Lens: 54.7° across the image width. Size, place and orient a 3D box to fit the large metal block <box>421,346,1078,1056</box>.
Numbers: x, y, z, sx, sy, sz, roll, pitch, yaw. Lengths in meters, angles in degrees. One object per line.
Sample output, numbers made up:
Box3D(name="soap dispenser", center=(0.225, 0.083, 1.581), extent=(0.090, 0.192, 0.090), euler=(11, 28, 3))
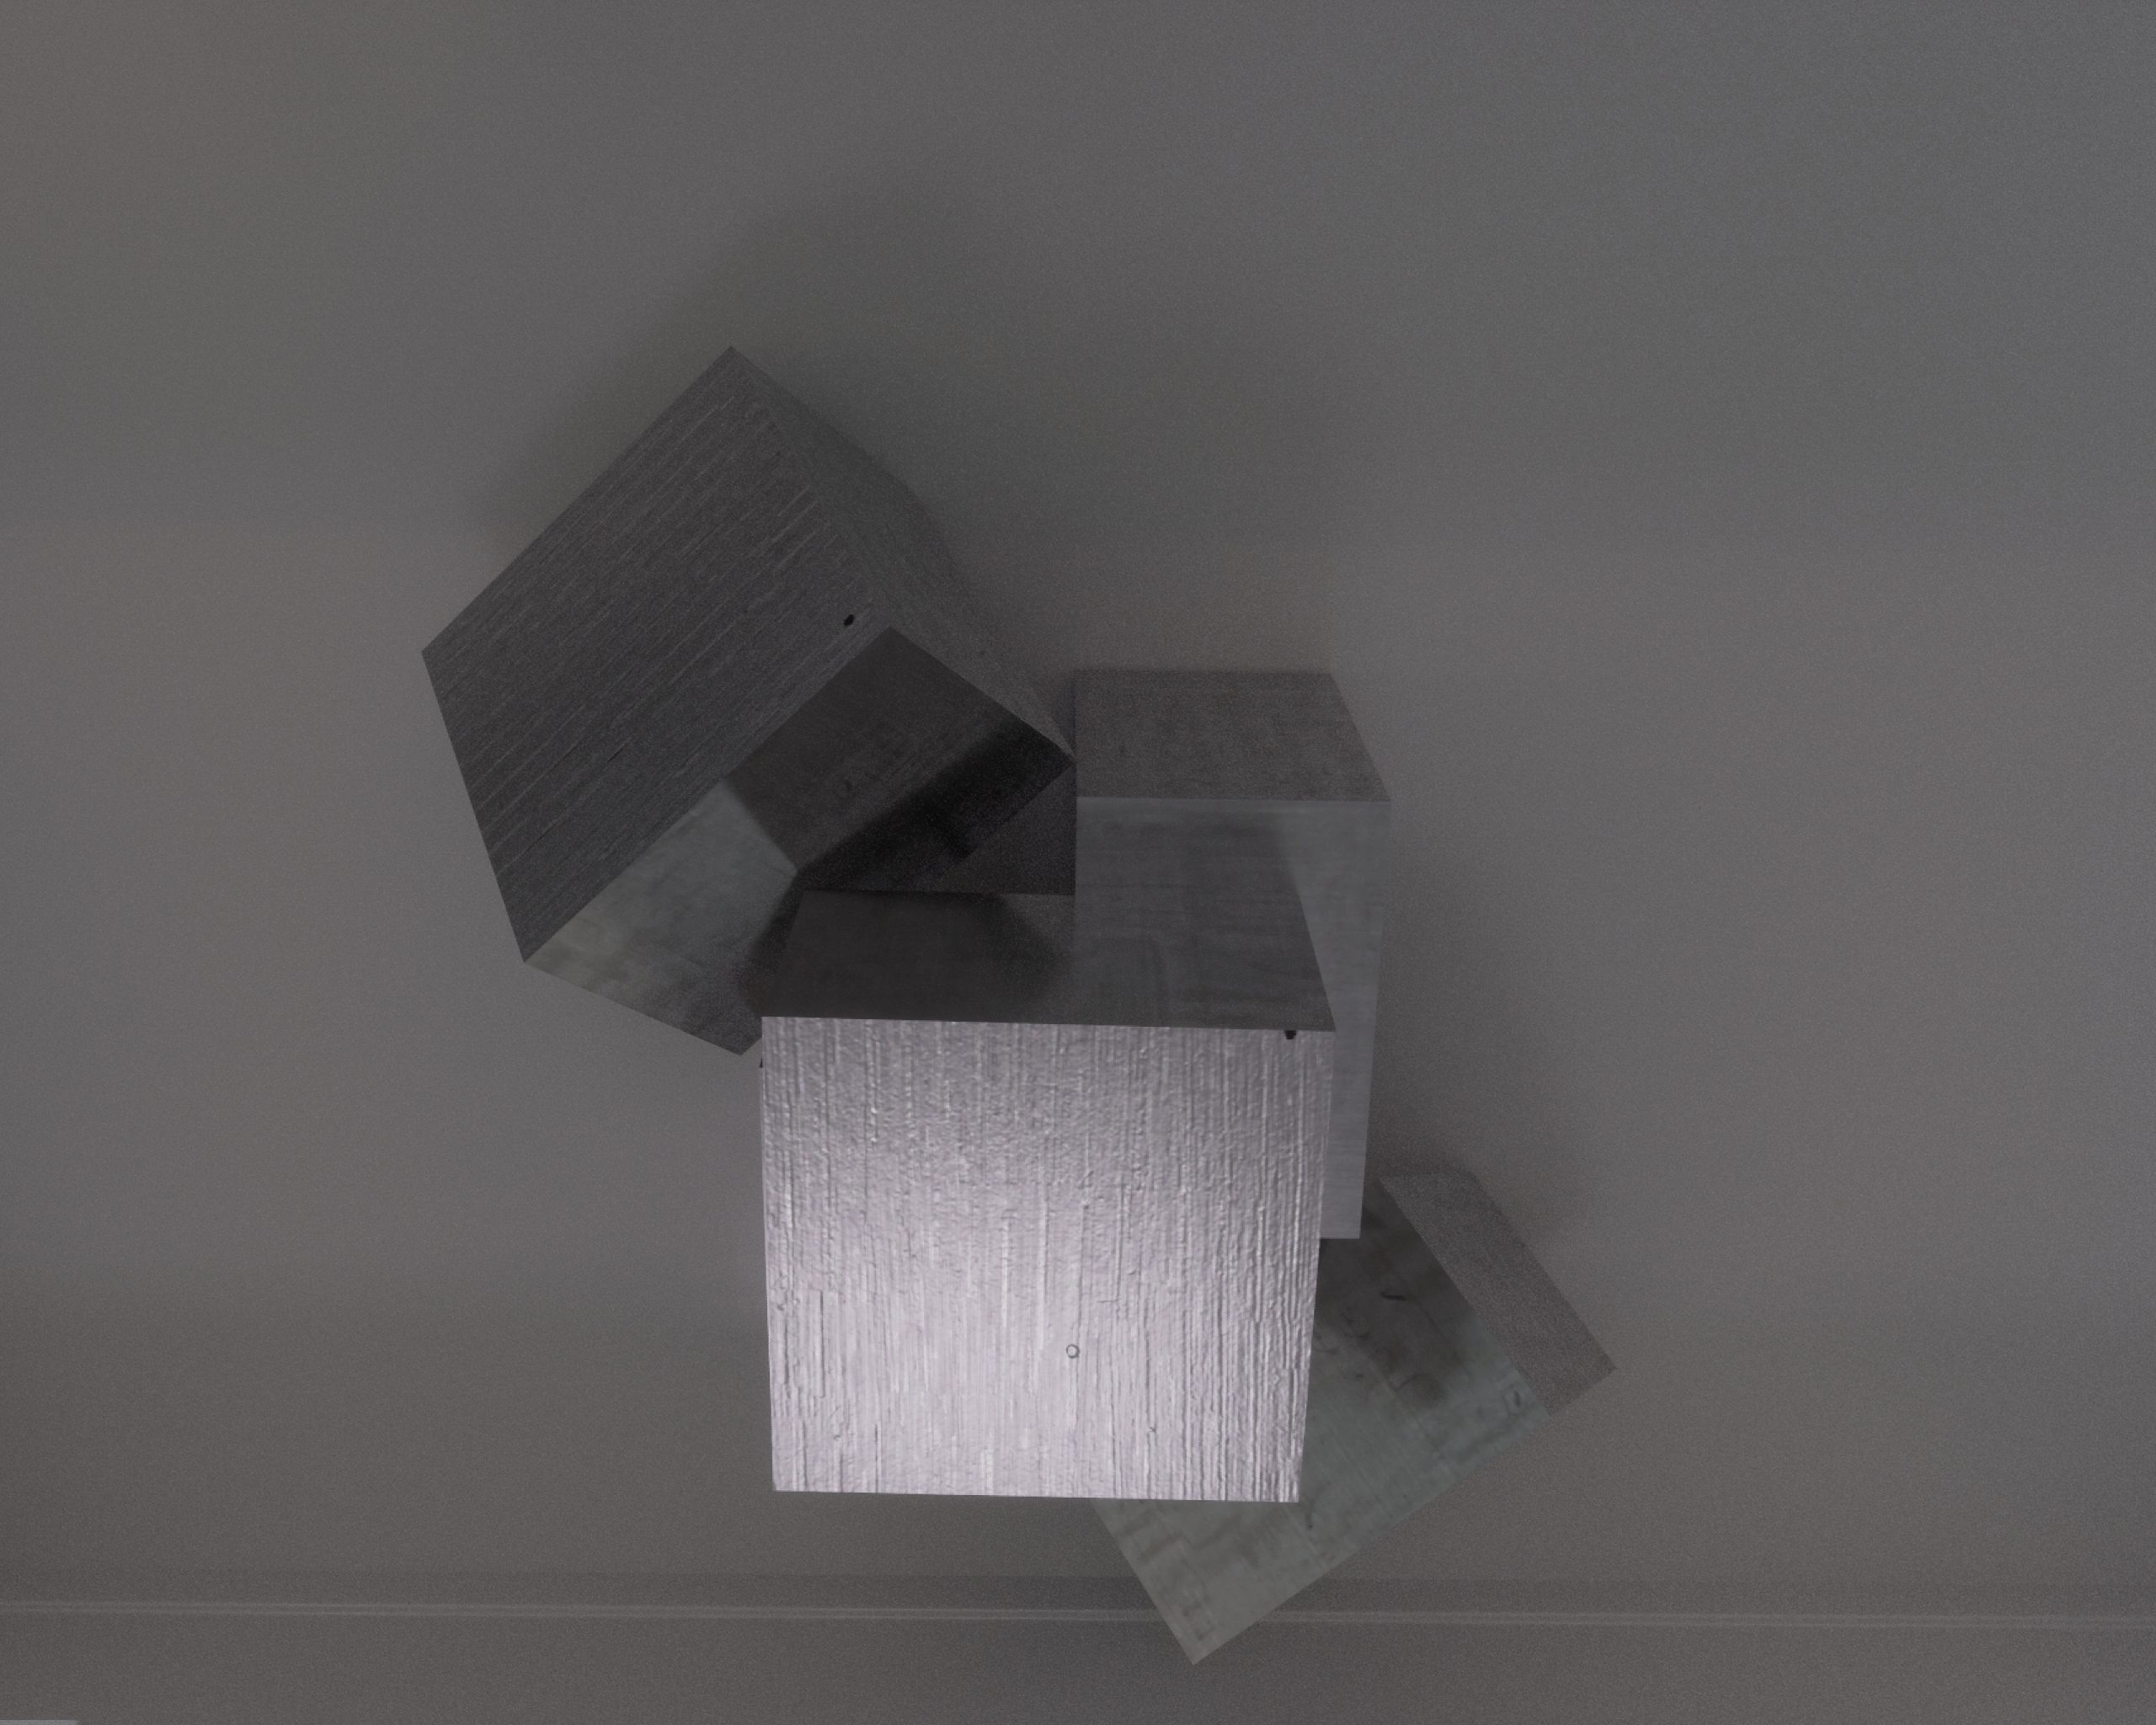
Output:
Box3D(name="large metal block", center=(-0.059, -0.028, 0.362), extent=(0.080, 0.080, 0.050), euler=(-41, 140, 13))

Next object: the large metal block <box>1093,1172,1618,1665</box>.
Box3D(name="large metal block", center=(0.053, 0.105, 0.412), extent=(0.080, 0.080, 0.050), euler=(-39, 71, 13))

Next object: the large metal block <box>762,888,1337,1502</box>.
Box3D(name="large metal block", center=(-0.005, 0.051, 0.329), extent=(0.081, 0.050, 0.079), euler=(2, 110, -1))

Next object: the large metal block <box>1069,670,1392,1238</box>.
Box3D(name="large metal block", center=(0.024, 0.014, 0.384), extent=(0.050, 0.080, 0.079), euler=(1, 110, -1))

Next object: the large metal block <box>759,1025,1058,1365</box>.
Box3D(name="large metal block", center=(-0.029, 0.059, 0.402), extent=(0.050, 0.080, 0.079), euler=(1, 110, -1))
